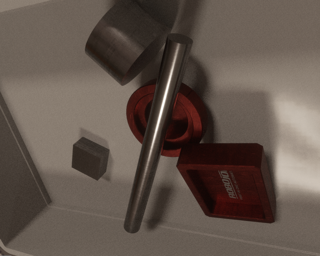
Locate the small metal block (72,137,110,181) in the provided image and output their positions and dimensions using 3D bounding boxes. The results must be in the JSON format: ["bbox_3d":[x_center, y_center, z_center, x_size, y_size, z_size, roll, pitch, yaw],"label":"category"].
[{"bbox_3d":[-0.112,0.049,0.496,0.050,0.025,0.050,24,127,12],"label":"small metal block"}]

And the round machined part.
[{"bbox_3d":[0.012,-0.016,0.380,0.098,0.042,0.097,13,124,20],"label":"round machined part"}]

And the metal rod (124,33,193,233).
[{"bbox_3d":[-0.012,0.032,0.379,0.025,0.025,0.298,24,127,13],"label":"metal rod"}]

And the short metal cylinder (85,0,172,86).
[{"bbox_3d":[-0.033,-0.092,0.333,0.050,0.080,0.080,42,129,-1],"label":"short metal cylinder"}]

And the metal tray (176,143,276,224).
[{"bbox_3d":[0.084,0.069,0.371,0.090,0.030,0.130,-2,139,27],"label":"metal tray"}]
